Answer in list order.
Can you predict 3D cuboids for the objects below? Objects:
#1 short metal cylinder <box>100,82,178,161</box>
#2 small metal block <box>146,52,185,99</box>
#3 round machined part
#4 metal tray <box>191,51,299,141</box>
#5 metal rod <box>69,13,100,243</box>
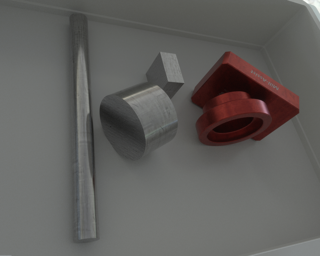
[{"bbox_3d":[-0.026,-0.009,0.363,0.050,0.080,0.080,-28,77,-38],"label":"short metal cylinder"},{"bbox_3d":[0.006,-0.070,0.437,0.025,0.050,0.050,1,62,-28],"label":"small metal block"},{"bbox_3d":[0.096,-0.015,0.422,0.099,0.097,0.042,3,61,-27],"label":"round machined part"},{"bbox_3d":[0.124,-0.043,0.457,0.130,0.090,0.030,30,48,-9],"label":"metal tray"},{"bbox_3d":[-0.093,-0.022,0.369,0.025,0.025,0.299,5,59,-26],"label":"metal rod"}]
